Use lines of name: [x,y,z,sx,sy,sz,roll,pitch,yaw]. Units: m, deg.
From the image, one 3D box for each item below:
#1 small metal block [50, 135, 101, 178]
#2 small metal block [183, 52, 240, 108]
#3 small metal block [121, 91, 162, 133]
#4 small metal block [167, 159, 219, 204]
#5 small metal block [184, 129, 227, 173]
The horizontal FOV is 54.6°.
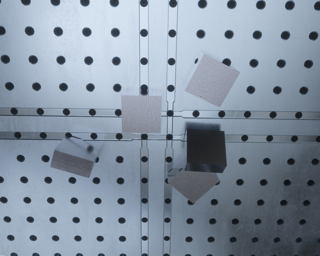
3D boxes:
small metal block: [-0.110,0.037,0.413,0.050,0.050,0.025,18,109,-7]
small metal block: [0.064,-0.061,0.391,0.050,0.025,0.050,24,108,-9]
small metal block: [-0.024,-0.021,0.405,0.050,0.025,0.050,1,110,-1]
small metal block: [0.046,0.070,0.439,0.050,0.025,0.050,42,105,-14]
small metal block: [0.059,0.030,0.409,0.050,0.050,0.025,4,148,-2]
